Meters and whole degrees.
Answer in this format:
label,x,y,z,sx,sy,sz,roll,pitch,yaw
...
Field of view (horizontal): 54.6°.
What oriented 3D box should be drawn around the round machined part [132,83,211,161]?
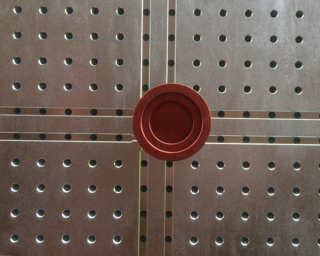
label,x,y,z,sx,sy,sz,roll,pitch,yaw
round machined part,0.015,-0.008,0.405,0.099,0.042,0.097,0,90,0
